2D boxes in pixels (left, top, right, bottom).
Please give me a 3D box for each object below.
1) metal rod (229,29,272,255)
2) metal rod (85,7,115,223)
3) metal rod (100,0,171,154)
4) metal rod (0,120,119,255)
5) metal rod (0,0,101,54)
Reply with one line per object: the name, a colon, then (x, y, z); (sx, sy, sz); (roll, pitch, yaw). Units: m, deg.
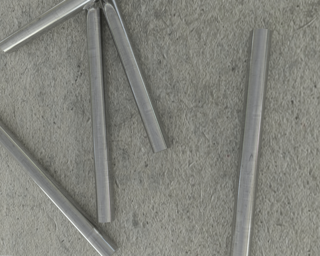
metal rod: (0.107, 0.035, 0.370); (0.025, 0.025, 0.298); (5, 92, 20)
metal rod: (-0.085, -0.019, 0.438); (0.025, 0.025, 0.298); (-4, 89, 20)
metal rod: (-0.047, -0.110, 0.425); (0.025, 0.025, 0.299); (-22, 83, 18)
metal rod: (-0.175, 0.080, 0.470); (0.300, 0.025, 0.025); (42, 103, 15)
metal rod: (-0.118, -0.171, 0.428); (0.300, 0.025, 0.025); (-18, 84, 27)
